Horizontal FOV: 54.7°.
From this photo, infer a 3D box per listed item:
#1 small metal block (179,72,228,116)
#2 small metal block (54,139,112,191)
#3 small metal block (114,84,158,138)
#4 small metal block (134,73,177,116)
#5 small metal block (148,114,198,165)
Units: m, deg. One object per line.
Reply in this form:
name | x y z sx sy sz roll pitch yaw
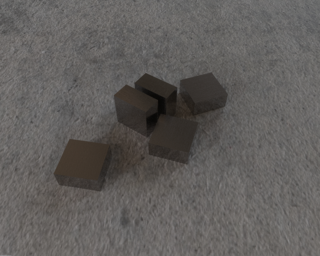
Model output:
small metal block | 0.061 -0.050 0.446 0.050 0.025 0.050 -16 52 -14
small metal block | -0.089 0.043 0.366 0.050 0.025 0.050 8 50 6
small metal block | -0.030 -0.022 0.405 0.050 0.050 0.025 28 56 21
small metal block | -0.006 -0.040 0.420 0.050 0.050 0.025 28 55 21
small metal block | 0.017 0.013 0.392 0.050 0.025 0.050 14 51 10
